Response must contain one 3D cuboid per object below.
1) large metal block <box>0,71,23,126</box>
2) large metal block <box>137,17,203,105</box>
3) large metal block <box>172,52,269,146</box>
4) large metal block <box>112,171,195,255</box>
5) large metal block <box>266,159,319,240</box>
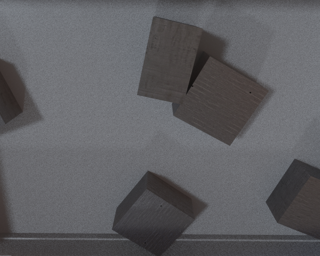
[{"bbox_3d":[-0.235,-0.035,0.383,0.080,0.050,0.080,-19,109,7],"label":"large metal block"},{"bbox_3d":[0.009,-0.080,0.352,0.050,0.080,0.079,12,110,-4],"label":"large metal block"},{"bbox_3d":[0.071,-0.037,0.385,0.080,0.050,0.080,28,108,-10],"label":"large metal block"},{"bbox_3d":[-0.009,0.122,0.443,0.080,0.050,0.080,35,106,-12],"label":"large metal block"},{"bbox_3d":[0.213,0.102,0.437,0.080,0.050,0.080,23,108,-9],"label":"large metal block"}]
